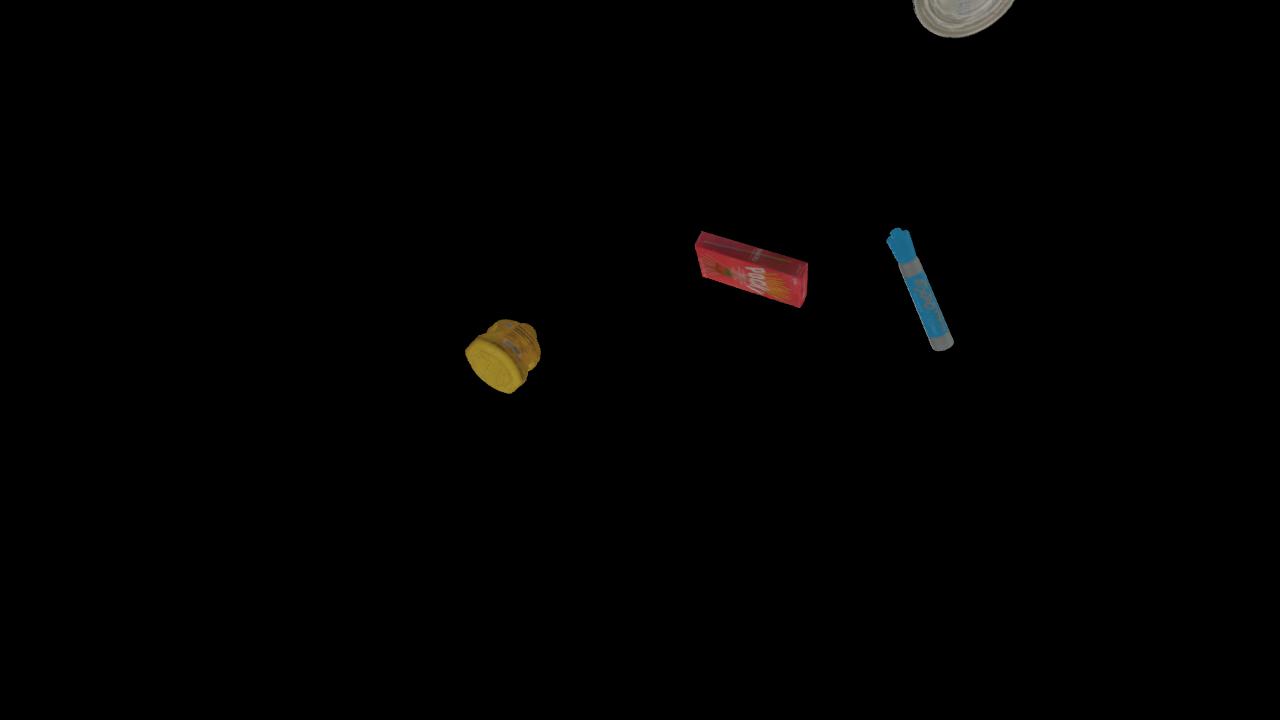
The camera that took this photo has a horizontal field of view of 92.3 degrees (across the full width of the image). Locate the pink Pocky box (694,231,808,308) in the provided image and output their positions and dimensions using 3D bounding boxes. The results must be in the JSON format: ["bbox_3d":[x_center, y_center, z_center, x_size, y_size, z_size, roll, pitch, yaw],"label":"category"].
[{"bbox_3d":[0.153,-0.124,0.848,0.155,0.029,0.084,22,-17,22],"label":"pink Pocky box"}]

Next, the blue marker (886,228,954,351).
[{"bbox_3d":[0.242,-0.060,0.532,0.020,0.121,0.020,-28,22,12],"label":"blue marker"}]

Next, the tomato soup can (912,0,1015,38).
[{"bbox_3d":[0.228,-0.279,0.433,0.068,0.101,0.068,12,-42,11],"label":"tomato soup can"}]

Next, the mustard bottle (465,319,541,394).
[{"bbox_3d":[-0.191,-0.018,0.921,0.092,0.054,0.184,39,17,-8],"label":"mustard bottle"}]
